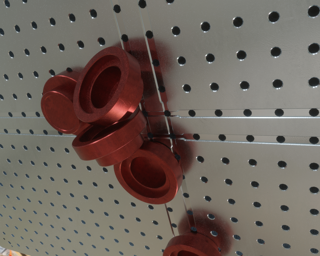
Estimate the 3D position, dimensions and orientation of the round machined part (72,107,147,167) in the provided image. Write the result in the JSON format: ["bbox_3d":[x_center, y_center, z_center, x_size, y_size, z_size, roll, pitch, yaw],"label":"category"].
[{"bbox_3d":[-0.061,0.014,0.405,0.098,0.098,0.042,-14,113,34],"label":"round machined part"}]

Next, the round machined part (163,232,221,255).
[{"bbox_3d":[0.058,0.208,0.499,0.098,0.042,0.097,13,124,21],"label":"round machined part"}]

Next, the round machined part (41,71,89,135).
[{"bbox_3d":[-0.133,-0.030,0.452,0.098,0.042,0.097,13,124,21],"label":"round machined part"}]

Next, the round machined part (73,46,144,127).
[{"bbox_3d":[-0.059,-0.047,0.381,0.098,0.098,0.042,-19,150,35],"label":"round machined part"}]

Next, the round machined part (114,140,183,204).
[{"bbox_3d":[-0.013,0.058,0.443,0.098,0.042,0.097,13,125,20],"label":"round machined part"}]
